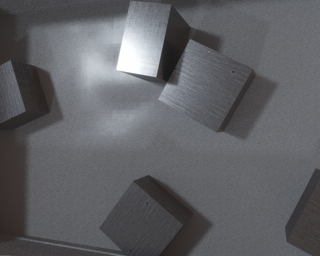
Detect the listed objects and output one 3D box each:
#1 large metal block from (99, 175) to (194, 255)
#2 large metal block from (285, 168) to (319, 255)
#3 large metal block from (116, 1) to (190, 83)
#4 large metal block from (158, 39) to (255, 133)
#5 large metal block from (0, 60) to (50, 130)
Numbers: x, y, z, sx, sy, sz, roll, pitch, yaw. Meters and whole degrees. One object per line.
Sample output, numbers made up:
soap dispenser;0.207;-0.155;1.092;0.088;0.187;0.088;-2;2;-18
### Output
large metal block;-0.017;0.121;0.403;0.080;0.050;0.080;39;102;16
large metal block;0.191;0.100;0.329;0.080;0.050;0.080;26;99;18
large metal block;-0.005;-0.100;0.383;0.050;0.080;0.080;13;95;19
large metal block;0.058;-0.049;0.377;0.080;0.050;0.080;31;100;17
large metal block;-0.230;-0.047;0.478;0.080;0.050;0.080;-21;83;18
